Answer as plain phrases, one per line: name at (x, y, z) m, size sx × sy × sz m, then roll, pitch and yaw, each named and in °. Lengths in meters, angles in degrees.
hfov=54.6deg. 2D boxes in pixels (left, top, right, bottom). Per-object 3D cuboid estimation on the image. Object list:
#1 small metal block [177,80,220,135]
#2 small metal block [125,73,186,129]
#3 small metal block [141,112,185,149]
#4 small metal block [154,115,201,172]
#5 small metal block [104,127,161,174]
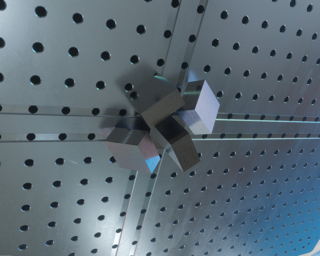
small metal block at (0.052, -0.026, 0.405) m, size 0.050 × 0.025 × 0.050 m, roll 50°, pitch 49°, yaw -39°
small metal block at (-0.006, -0.034, 0.370) m, size 0.050 × 0.050 × 0.025 m, roll -35°, pitch 129°, yaw -5°
small metal block at (0.004, 0.000, 0.412) m, size 0.050 × 0.025 × 0.050 m, roll 0°, pitch 118°, yaw -30°
small metal block at (0.020, 0.018, 0.384) m, size 0.025 × 0.050 × 0.050 m, roll -32°, pitch 129°, yaw -8°
small metal block at (-0.034, 0.028, 0.389) m, size 0.025 × 0.050 × 0.050 m, roll -58°, pitch 140°, yaw -37°
